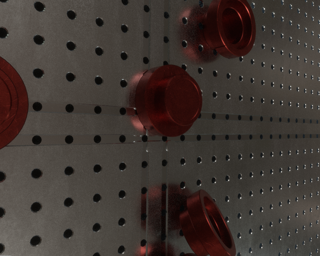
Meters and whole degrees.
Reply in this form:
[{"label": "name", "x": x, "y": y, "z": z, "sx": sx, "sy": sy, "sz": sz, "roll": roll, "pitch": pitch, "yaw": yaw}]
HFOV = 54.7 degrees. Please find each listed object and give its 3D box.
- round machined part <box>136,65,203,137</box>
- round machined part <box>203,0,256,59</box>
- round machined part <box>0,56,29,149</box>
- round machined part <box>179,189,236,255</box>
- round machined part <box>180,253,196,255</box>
[{"label": "round machined part", "x": 0.019, "y": -0.037, "z": 0.416, "sx": 0.099, "sy": 0.042, "sz": 0.097, "roll": 0, "pitch": 90, "yaw": -40}, {"label": "round machined part", "x": 0.106, "y": -0.159, "z": 0.489, "sx": 0.099, "sy": 0.042, "sz": 0.097, "roll": 0, "pitch": 90, "yaw": -40}, {"label": "round machined part", "x": -0.162, "y": -0.023, "z": 0.263, "sx": 0.099, "sy": 0.042, "sz": 0.097, "roll": 0, "pitch": 90, "yaw": -40}, {"label": "round machined part", "x": 0.062, "y": 0.139, "z": 0.431, "sx": 0.098, "sy": 0.042, "sz": 0.098, "roll": 54, "pitch": 15, "yaw": -20}, {"label": "round machined part", "x": 0.031, "y": 0.221, "z": 0.426, "sx": 0.099, "sy": 0.042, "sz": 0.097, "roll": -2, "pitch": 93, "yaw": -40}]
